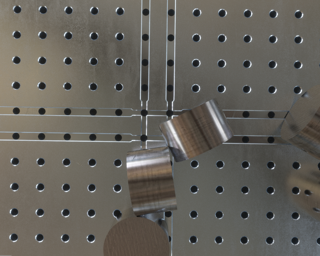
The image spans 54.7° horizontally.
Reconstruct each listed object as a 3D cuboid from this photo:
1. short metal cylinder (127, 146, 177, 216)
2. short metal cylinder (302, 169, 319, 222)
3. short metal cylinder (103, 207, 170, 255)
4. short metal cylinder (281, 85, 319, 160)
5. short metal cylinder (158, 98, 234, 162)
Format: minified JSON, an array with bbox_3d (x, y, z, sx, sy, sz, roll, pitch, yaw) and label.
[{"bbox_3d":[-0.009,0.065,0.386,0.050,0.080,0.080,-8,90,0],"label":"short metal cylinder"},{"bbox_3d":[0.237,0.093,0.403,0.081,0.050,0.079,0,90,0],"label":"short metal cylinder"},{"bbox_3d":[-0.028,0.148,0.401,0.081,0.050,0.079,0,90,0],"label":"short metal cylinder"},{"bbox_3d":[0.198,-0.007,0.387,0.050,0.080,0.080,30,90,0],"label":"short metal cylinder"},{"bbox_3d":[0.044,0.002,0.386,0.080,0.080,0.050,-26,90,0],"label":"short metal cylinder"}]
